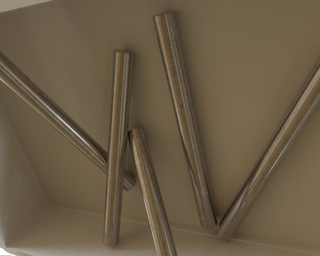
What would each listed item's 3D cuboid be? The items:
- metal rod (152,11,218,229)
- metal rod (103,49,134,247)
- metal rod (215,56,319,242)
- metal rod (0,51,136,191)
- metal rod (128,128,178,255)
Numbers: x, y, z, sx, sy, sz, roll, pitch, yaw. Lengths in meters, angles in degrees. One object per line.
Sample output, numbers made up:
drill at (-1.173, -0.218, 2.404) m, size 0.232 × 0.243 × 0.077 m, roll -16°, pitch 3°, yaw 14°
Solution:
metal rod at (0.038, 0.009, 0.393) m, size 0.025 × 0.025 × 0.298 m, roll 0°, pitch 118°, yaw 28°
metal rod at (-0.061, 0.043, 0.432) m, size 0.025 × 0.025 × 0.298 m, roll 16°, pitch 115°, yaw 19°
metal rod at (0.128, 0.042, 0.366) m, size 0.025 × 0.025 × 0.298 m, roll 26°, pitch 127°, yaw 12°
metal rod at (-0.132, -0.009, 0.413) m, size 0.025 × 0.025 × 0.300 m, roll -17°, pitch 128°, yaw 34°
metal rod at (0.004, 0.144, 0.394) m, size 0.025 × 0.025 × 0.299 m, roll -27°, pitch 72°, yaw 37°
